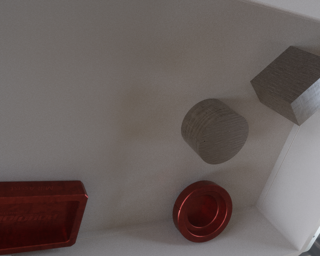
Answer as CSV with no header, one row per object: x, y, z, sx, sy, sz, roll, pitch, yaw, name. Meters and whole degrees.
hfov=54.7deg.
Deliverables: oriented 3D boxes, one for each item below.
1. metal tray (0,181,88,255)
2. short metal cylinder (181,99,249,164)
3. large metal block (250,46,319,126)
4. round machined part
-0.165,0.111,0.384,0.131,0.030,0.089,5,116,-31,metal tray
0.077,0.005,0.440,0.081,0.050,0.079,-14,125,-21,short metal cylinder
0.193,-0.062,0.443,0.080,0.080,0.050,-42,130,0,large metal block
0.065,0.131,0.505,0.099,0.042,0.097,-5,103,-22,round machined part
